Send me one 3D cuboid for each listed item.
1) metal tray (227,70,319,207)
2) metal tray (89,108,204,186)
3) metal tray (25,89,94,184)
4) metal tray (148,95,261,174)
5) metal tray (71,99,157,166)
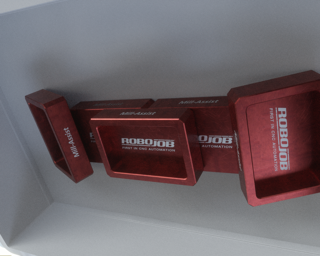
[{"bbox_3d":[0.126,0.014,0.321,0.090,0.030,0.129,-13,115,3],"label":"metal tray"},{"bbox_3d":[-0.017,0.022,0.387,0.130,0.030,0.089,1,118,28],"label":"metal tray"},{"bbox_3d":[-0.152,0.011,0.467,0.090,0.030,0.129,19,131,49],"label":"metal tray"},{"bbox_3d":[0.055,0.009,0.381,0.130,0.030,0.089,0,119,28],"label":"metal tray"},{"bbox_3d":[-0.061,0.007,0.441,0.130,0.030,0.089,0,119,28],"label":"metal tray"}]
